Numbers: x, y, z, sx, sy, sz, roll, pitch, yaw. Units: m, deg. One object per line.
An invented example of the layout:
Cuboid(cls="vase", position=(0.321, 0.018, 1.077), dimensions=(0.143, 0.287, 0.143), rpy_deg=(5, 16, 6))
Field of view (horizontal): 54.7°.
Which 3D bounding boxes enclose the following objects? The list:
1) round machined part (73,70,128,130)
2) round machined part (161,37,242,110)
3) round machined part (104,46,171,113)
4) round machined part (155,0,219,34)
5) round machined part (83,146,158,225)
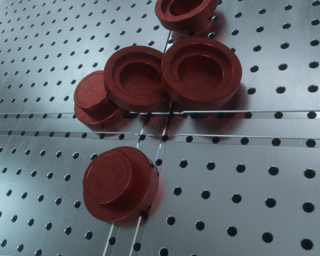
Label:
Cuboid(cls="round machined part", position=(-0.092, -0.049, 0.474), dimensions=(0.098, 0.042, 0.098), rpy_deg=(-13, 56, 20))
Cuboid(cls="round machined part", position=(0.050, -0.064, 0.393), dimensions=(0.099, 0.042, 0.098), rpy_deg=(1, 63, -3))
Cuboid(cls="round machined part", position=(-0.028, -0.063, 0.431), dimensions=(0.099, 0.042, 0.098), rpy_deg=(4, 64, -7))
Cuboid(cls="round machined part", position=(0.045, -0.189, 0.489), dimensions=(0.098, 0.042, 0.098), rpy_deg=(-13, 56, 20))
Cuboid(cls="round machined part", position=(-0.055, 0.066, 0.384), dimensions=(0.098, 0.042, 0.098), rpy_deg=(-13, 56, 20))
